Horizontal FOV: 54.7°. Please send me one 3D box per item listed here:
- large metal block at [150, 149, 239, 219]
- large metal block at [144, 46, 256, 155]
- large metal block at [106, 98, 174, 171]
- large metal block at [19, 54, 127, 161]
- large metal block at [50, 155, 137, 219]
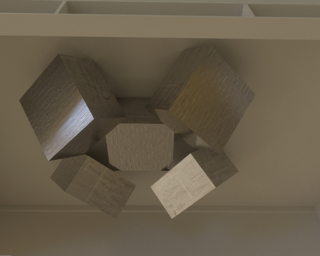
[{"bbox_3d":[0.048,0.069,0.421,0.080,0.050,0.081,-44,163,30],"label":"large metal block"},{"bbox_3d":[0.045,-0.030,0.338,0.080,0.050,0.080,39,76,-28],"label":"large metal block"},{"bbox_3d":[-0.024,0.009,0.397,0.081,0.050,0.079,0,130,-1],"label":"large metal block"},{"bbox_3d":[-0.097,-0.021,0.341,0.080,0.080,0.050,-38,164,27],"label":"large metal block"},{"bbox_3d":[-0.093,0.074,0.425,0.080,0.050,0.080,38,165,-28],"label":"large metal block"}]
